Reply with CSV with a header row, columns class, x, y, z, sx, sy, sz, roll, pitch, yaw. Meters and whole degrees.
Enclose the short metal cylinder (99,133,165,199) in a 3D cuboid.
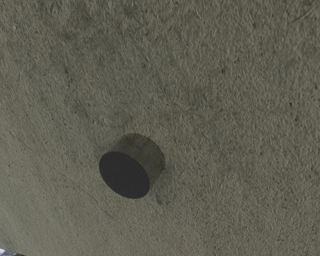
class,x,y,z,sx,sy,sz,roll,pitch,yaw
short metal cylinder,-0.039,0.054,0.446,0.080,0.050,0.080,13,124,21
